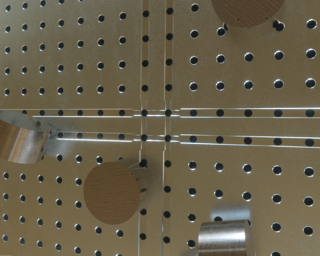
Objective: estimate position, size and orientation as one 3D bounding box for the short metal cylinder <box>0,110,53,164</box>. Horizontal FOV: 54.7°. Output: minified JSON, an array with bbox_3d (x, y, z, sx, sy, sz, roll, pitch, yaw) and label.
[{"bbox_3d":[-0.206,0.012,0.454,0.080,0.080,0.050,25,98,18],"label":"short metal cylinder"}]

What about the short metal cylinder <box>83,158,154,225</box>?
[{"bbox_3d":[-0.054,0.083,0.417,0.080,0.050,0.079,0,90,19],"label":"short metal cylinder"}]

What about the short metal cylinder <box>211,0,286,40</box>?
[{"bbox_3d":[0.105,-0.150,0.362,0.080,0.050,0.079,0,90,19],"label":"short metal cylinder"}]

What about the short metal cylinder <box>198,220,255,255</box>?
[{"bbox_3d":[0.079,0.148,0.355,0.050,0.080,0.080,-10,87,19],"label":"short metal cylinder"}]
